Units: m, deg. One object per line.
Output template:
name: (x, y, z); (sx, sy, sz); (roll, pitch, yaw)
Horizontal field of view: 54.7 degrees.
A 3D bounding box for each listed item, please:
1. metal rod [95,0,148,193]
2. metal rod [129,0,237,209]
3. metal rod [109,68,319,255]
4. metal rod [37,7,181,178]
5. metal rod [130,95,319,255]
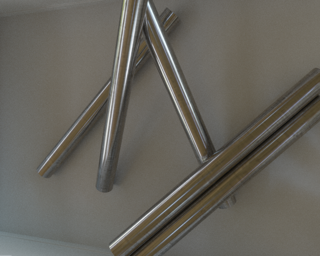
metal rod: (-0.047, -0.040, 0.362); (0.025, 0.025, 0.298); (26, 124, 18)
metal rod: (0.022, -0.041, 0.354); (0.025, 0.025, 0.299); (-20, 102, 19)
metal rod: (0.064, 0.042, 0.346); (0.300, 0.025, 0.025); (-41, 77, 3)
metal rod: (-0.079, -0.041, 0.438); (0.025, 0.025, 0.299); (45, 104, 14)
metal rod: (0.070, 0.071, 0.351); (0.300, 0.025, 0.025); (-41, 77, 2)
